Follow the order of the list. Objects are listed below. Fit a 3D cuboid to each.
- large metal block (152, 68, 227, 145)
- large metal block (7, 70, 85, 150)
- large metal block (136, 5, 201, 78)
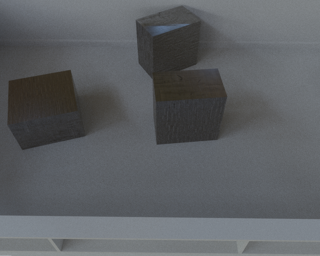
[{"bbox_3d":[0.033,-0.026,0.391,0.081,0.080,0.050,-4,50,-4],"label":"large metal block"},{"bbox_3d":[-0.149,-0.026,0.409,0.081,0.050,0.080,-13,51,-11],"label":"large metal block"},{"bbox_3d":[0.012,-0.131,0.479,0.081,0.080,0.050,-24,54,-19],"label":"large metal block"}]
